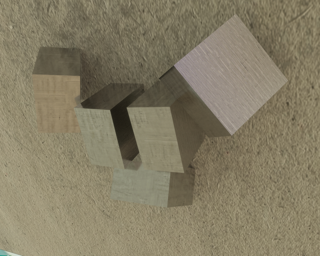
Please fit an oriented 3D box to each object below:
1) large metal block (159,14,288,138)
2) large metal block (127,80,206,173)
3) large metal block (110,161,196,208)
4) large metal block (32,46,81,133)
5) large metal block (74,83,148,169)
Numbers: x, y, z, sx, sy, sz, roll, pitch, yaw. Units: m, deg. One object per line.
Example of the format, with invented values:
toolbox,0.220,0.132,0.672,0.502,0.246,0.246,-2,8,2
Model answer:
large metal block,0.060,-0.047,0.303,0.080,0.080,0.050,50,166,-7
large metal block,0.012,-0.005,0.362,0.050,0.080,0.079,1,119,27
large metal block,-0.007,0.073,0.412,0.080,0.080,0.050,1,80,27
large metal block,-0.128,-0.050,0.396,0.050,0.080,0.079,0,126,-14
large metal block,-0.054,-0.006,0.396,0.050,0.080,0.079,5,121,25
